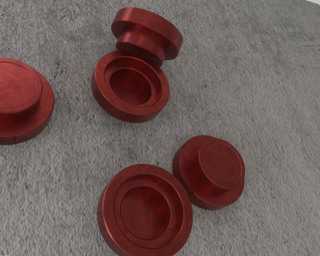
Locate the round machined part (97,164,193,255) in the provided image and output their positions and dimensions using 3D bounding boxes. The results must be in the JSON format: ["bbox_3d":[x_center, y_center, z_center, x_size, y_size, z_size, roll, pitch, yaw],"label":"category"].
[{"bbox_3d":[-0.018,0.091,0.327,0.099,0.042,0.098,14,56,-21],"label":"round machined part"}]

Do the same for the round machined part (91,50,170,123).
[{"bbox_3d":[-0.041,-0.049,0.400,0.099,0.042,0.098,13,57,-21],"label":"round machined part"}]

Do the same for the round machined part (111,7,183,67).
[{"bbox_3d":[-0.022,-0.117,0.424,0.099,0.098,0.042,23,81,-14],"label":"round machined part"}]

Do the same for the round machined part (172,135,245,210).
[{"bbox_3d":[0.069,0.052,0.398,0.099,0.042,0.098,14,56,-21],"label":"round machined part"}]

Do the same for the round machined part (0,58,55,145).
[{"bbox_3d":[-0.163,-0.035,0.326,0.099,0.042,0.098,14,56,-21],"label":"round machined part"}]
